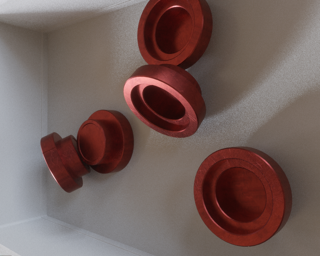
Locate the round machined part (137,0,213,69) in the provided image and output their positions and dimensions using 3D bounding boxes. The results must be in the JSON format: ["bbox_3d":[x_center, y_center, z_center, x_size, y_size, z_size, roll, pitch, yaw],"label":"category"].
[{"bbox_3d":[0.022,-0.117,0.378,0.098,0.042,0.097,0,90,40],"label":"round machined part"}]

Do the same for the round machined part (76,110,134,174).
[{"bbox_3d":[-0.089,0.021,0.470,0.098,0.042,0.097,0,90,40],"label":"round machined part"}]

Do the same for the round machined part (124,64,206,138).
[{"bbox_3d":[0.010,-0.036,0.365,0.098,0.098,0.042,6,50,40],"label":"round machined part"}]

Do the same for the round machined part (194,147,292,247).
[{"bbox_3d":[0.088,0.068,0.323,0.098,0.042,0.097,0,90,40],"label":"round machined part"}]

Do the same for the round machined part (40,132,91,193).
[{"bbox_3d":[-0.145,0.050,0.493,0.042,0.098,0.098,-26,68,-6],"label":"round machined part"}]
